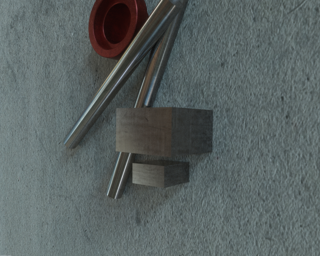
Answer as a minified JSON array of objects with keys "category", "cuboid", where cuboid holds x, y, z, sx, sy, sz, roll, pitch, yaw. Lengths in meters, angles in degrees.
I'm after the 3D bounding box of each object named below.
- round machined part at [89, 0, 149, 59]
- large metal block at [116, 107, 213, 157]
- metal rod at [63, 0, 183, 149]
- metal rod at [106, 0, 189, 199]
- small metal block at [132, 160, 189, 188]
[{"category":"round machined part","cuboid":[-0.053,-0.145,0.435,0.098,0.042,0.097,0,90,39]},{"category":"large metal block","cuboid":[0.006,0.003,0.362,0.080,0.081,0.050,2,91,39]},{"category":"metal rod","cuboid":[-0.068,-0.060,0.438,0.298,0.025,0.025,-45,63,37]},{"category":"metal rod","cuboid":[-0.020,-0.038,0.419,0.025,0.025,0.298,31,109,35]},{"category":"small metal block","cuboid":[0.002,0.055,0.386,0.050,0.050,0.025,0,90,39]}]
